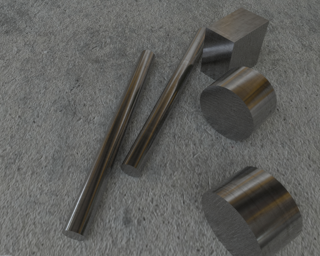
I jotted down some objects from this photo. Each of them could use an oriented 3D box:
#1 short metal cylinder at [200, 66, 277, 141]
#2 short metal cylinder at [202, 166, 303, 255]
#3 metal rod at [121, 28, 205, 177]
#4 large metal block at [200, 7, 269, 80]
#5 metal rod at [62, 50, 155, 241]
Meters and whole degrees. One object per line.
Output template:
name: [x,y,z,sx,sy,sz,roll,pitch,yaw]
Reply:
short metal cylinder: [0.098,-0.031,0.394,0.080,0.080,0.050,37,59,27]
short metal cylinder: [0.085,0.084,0.297,0.050,0.080,0.080,-28,56,-21]
metal rod: [0.020,-0.057,0.450,0.025,0.025,0.301,17,52,13]
large metal block: [0.111,-0.123,0.472,0.080,0.080,0.050,-35,59,-26]
metal rod: [-0.053,-0.004,0.405,0.025,0.025,0.300,10,51,8]
